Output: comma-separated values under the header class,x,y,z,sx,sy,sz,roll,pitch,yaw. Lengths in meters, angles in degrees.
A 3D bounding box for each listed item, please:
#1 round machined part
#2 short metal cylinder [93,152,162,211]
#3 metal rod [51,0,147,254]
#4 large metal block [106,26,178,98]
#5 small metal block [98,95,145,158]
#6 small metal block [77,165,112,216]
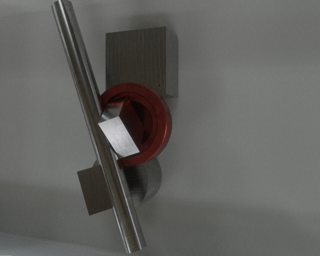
class,x,y,z,sx,sy,sz,roll,pitch,yaw
round machined part,-0.032,-0.005,0.379,0.098,0.042,0.097,0,90,19
short metal cylinder,-0.044,0.066,0.411,0.080,0.050,0.079,0,90,19
metal rod,-0.073,-0.007,0.359,0.025,0.025,0.299,-20,84,18
large metal block,-0.022,-0.080,0.401,0.080,0.050,0.079,0,90,19
small metal block,-0.043,-0.002,0.359,0.025,0.050,0.050,-19,119,15
small metal block,-0.078,0.073,0.366,0.025,0.050,0.050,-16,83,-14
